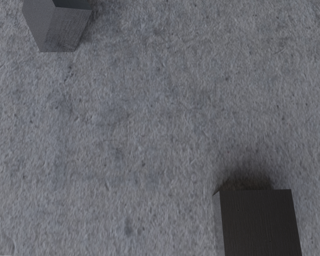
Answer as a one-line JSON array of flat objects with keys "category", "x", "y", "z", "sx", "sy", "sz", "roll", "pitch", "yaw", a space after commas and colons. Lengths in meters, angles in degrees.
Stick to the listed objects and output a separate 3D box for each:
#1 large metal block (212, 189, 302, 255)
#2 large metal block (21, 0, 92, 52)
[{"category": "large metal block", "x": 0.107, "y": 0.115, "z": 0.354, "sx": 0.081, "sy": 0.050, "sz": 0.080, "roll": -1, "pitch": 70, "yaw": -1}, {"category": "large metal block", "x": -0.146, "y": -0.163, "z": 0.429, "sx": 0.050, "sy": 0.080, "sz": 0.080, "roll": -13, "pitch": 67, "yaw": -41}]
